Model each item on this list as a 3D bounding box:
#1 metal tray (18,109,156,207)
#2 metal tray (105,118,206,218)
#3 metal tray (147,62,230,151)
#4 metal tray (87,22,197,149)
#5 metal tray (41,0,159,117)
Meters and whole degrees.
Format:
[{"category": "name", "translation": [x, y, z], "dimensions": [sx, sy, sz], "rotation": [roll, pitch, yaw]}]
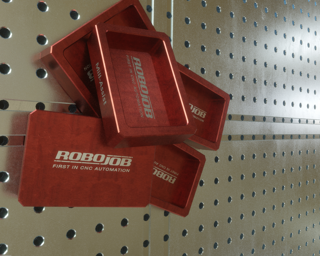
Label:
[{"category": "metal tray", "translation": [-0.072, 0.034, 0.323], "dimensions": [0.131, 0.030, 0.090], "rotation": [8, 86, -26]}, {"category": "metal tray", "translation": [-0.003, 0.053, 0.401], "dimensions": [0.130, 0.030, 0.090], "rotation": [32, 71, -35]}, {"category": "metal tray", "translation": [0.041, -0.028, 0.437], "dimensions": [0.131, 0.030, 0.090], "rotation": [23, 76, -38]}, {"category": "metal tray", "translation": [-0.020, -0.046, 0.332], "dimensions": [0.091, 0.030, 0.130], "rotation": [-2, 67, -33]}, {"category": "metal tray", "translation": [-0.055, -0.083, 0.357], "dimensions": [0.131, 0.030, 0.090], "rotation": [-47, 117, -29]}]
